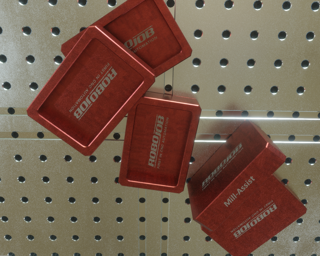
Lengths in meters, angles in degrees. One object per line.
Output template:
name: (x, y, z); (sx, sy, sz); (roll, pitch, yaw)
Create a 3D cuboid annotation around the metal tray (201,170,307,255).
metal tray: (0.135, 0.127, 0.460); (0.130, 0.030, 0.090); (-43, 105, 14)

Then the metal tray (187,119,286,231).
metal tray: (0.091, 0.058, 0.401); (0.030, 0.090, 0.130); (36, 106, -13)

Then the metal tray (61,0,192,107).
metal tray: (-0.039, -0.095, 0.374); (0.130, 0.030, 0.090); (-30, 108, 10)

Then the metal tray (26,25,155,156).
metal tray: (-0.079, -0.041, 0.361); (0.090, 0.030, 0.130); (39, 105, -13)

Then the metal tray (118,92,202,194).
metal tray: (-0.002, 0.020, 0.418); (0.091, 0.030, 0.129); (9, 110, -4)
